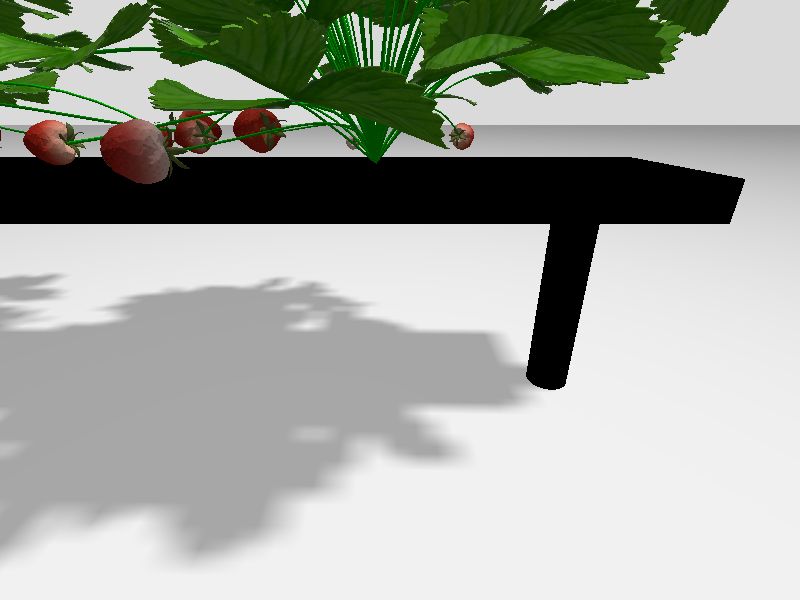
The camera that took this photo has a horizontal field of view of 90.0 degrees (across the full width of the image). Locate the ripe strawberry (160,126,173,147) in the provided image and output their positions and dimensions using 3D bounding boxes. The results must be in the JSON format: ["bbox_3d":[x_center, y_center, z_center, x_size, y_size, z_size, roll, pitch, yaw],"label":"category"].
[{"bbox_3d":[-0.272,-0.185,0.457,0.028,0.025,0.026,30,-11,47],"label":"ripe strawberry"}]

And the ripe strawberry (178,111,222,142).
[{"bbox_3d":[-0.210,-0.178,0.420,0.041,0.041,0.045,-9,27,-20],"label":"ripe strawberry"}]

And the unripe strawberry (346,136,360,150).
[{"bbox_3d":[-0.053,-0.177,0.449,0.016,0.014,0.015,-6,25,-13],"label":"unripe strawberry"}]

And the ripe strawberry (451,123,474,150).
[{"bbox_3d":[0.073,-0.188,0.460,0.027,0.028,0.029,15,22,29],"label":"ripe strawberry"}]

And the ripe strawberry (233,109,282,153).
[{"bbox_3d":[-0.145,-0.172,0.405,0.043,0.043,0.047,16,30,32],"label":"ripe strawberry"}]

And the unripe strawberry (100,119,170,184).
[{"bbox_3d":[-0.150,-0.084,0.227,0.033,0.034,0.030,-20,32,-35],"label":"unripe strawberry"}]

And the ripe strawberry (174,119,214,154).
[{"bbox_3d":[-0.203,-0.160,0.392,0.033,0.033,0.036,4,25,22],"label":"ripe strawberry"}]

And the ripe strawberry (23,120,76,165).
[{"bbox_3d":[-0.273,-0.123,0.313,0.031,0.033,0.029,-2,25,-3],"label":"ripe strawberry"}]
